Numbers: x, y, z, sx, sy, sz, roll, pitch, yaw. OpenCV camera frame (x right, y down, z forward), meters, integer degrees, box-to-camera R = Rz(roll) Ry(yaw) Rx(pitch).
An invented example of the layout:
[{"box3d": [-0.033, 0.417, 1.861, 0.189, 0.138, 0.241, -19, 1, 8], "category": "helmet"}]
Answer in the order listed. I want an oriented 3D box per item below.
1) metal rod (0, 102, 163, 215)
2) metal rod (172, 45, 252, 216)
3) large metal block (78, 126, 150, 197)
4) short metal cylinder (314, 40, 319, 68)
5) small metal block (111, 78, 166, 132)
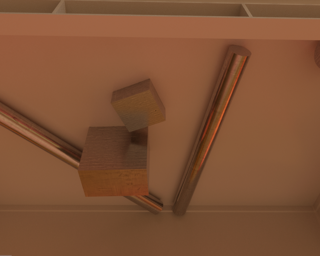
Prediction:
[{"box3d": [-0.108, 0.054, 0.453, 0.025, 0.025, 0.301, -37, 122, 27], "category": "metal rod"}, {"box3d": [0.060, 0.027, 0.433, 0.025, 0.025, 0.298, 8, 130, -7], "category": "metal rod"}, {"box3d": [-0.055, 0.042, 0.408, 0.081, 0.080, 0.050, -1, 130, 1], "category": "large metal block"}, {"box3d": [0.208, -0.076, 0.312, 0.050, 0.080, 0.080, 33, 123, -25], "category": "short metal cylinder"}, {"box3d": [-0.026, -0.027, 0.386, 0.050, 0.025, 0.050, -18, 128, 14], "category": "small metal block"}]
